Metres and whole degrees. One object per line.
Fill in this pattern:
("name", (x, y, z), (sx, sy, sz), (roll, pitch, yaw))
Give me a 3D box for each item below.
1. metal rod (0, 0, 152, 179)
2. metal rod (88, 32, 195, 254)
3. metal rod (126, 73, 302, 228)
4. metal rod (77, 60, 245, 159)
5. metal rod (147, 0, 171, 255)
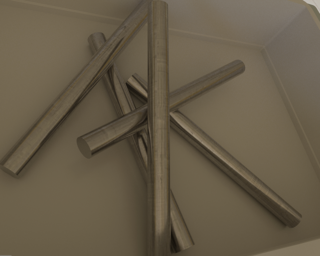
("metal rod", (-0.082, -0.069, 0.378), (0.025, 0.025, 0.301), (34, 59, -6))
("metal rod", (-0.031, 0.003, 0.387), (0.025, 0.025, 0.299), (-12, 68, -33))
("metal rod", (0.073, 0.031, 0.427), (0.300, 0.025, 0.025), (41, 51, -1))
("metal rod", (0.025, -0.039, 0.411), (0.302, 0.025, 0.025), (-30, 79, -38))
("metal rod", (-0.002, -0.002, 0.349), (0.025, 0.025, 0.298), (5, 78, -26))
